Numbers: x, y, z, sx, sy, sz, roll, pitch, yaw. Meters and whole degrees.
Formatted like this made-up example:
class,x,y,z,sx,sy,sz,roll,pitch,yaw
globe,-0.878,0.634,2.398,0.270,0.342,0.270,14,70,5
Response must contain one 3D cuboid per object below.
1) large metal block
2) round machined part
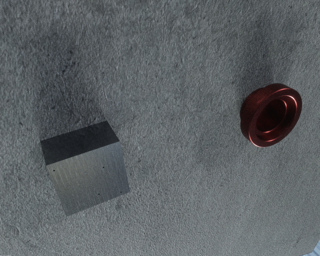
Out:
class,x,y,z,sx,sy,sz,roll,pitch,yaw
large metal block,-0.088,0.047,0.372,0.081,0.050,0.079,-19,126,-18
round machined part,0.162,-0.023,0.471,0.099,0.042,0.097,-14,124,-21
